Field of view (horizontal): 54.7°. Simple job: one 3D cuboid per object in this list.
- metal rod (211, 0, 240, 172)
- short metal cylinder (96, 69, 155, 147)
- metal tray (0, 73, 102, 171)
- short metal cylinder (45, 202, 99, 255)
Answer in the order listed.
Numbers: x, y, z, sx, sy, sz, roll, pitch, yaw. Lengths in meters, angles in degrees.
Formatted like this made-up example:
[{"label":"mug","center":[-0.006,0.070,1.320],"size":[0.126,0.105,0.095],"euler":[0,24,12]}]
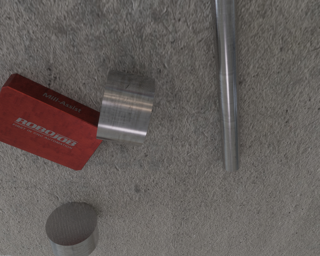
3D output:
[{"label":"metal rod","center":[0.078,-0.057,0.359],"size":[0.025,0.025,0.298],"euler":[-8,130,6]},{"label":"short metal cylinder","center":[-0.039,-0.022,0.352],"size":[0.050,0.080,0.079],"euler":[11,129,-9]},{"label":"metal tray","center":[-0.143,-0.002,0.401],"size":[0.131,0.030,0.090],"euler":[26,125,-21]},{"label":"short metal cylinder","center":[-0.144,0.172,0.516],"size":[0.081,0.080,0.050],"euler":[3,130,-3]}]
